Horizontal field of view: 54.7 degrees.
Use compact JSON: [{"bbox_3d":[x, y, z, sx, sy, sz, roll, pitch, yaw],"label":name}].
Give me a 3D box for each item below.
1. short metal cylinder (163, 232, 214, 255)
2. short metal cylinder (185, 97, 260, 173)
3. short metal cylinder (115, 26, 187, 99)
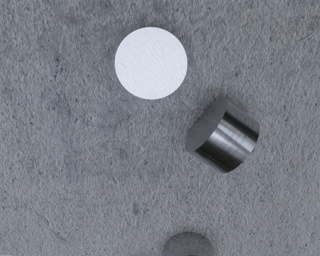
[{"bbox_3d":[0.045,0.208,0.473,0.081,0.050,0.079,0,110,0],"label":"short metal cylinder"},{"bbox_3d":[0.076,0.009,0.384,0.050,0.080,0.080,34,107,-12],"label":"short metal cylinder"},{"bbox_3d":[-0.010,-0.079,0.367,0.081,0.050,0.079,0,110,0],"label":"short metal cylinder"}]
